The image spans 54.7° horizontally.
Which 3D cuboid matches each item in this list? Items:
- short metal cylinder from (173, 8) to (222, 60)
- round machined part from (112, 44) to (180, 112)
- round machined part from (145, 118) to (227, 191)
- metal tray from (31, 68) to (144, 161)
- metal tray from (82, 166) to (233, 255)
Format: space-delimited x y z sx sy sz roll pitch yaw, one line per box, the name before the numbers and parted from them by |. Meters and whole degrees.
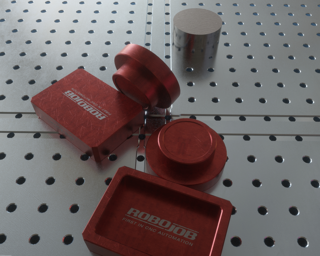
short metal cylinder | 0.062 -0.160 0.527 0.081 0.050 0.080 0 50 0
round machined part | -0.024 -0.060 0.412 0.098 0.098 0.042 33 71 24
round machined part | 0.032 0.026 0.375 0.099 0.042 0.098 0 50 0
metal tray | -0.098 -0.023 0.423 0.130 0.030 0.090 33 57 24
metal tray | 0.000 0.100 0.319 0.130 0.030 0.090 17 52 13
